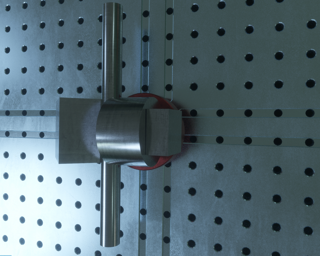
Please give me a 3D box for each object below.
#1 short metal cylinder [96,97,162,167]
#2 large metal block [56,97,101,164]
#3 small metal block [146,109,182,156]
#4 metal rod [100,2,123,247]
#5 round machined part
[{"bbox_3d":[-0.032,0.004,0.361,0.050,0.080,0.079,1,90,20],"label":"short metal cylinder"},{"bbox_3d":[-0.111,0.003,0.415,0.050,0.080,0.079,1,90,-21],"label":"large metal block"},{"bbox_3d":[0.006,0.004,0.352,0.025,0.050,0.050,1,91,20],"label":"small metal block"},{"bbox_3d":[-0.061,-0.004,0.389,0.025,0.025,0.298,1,90,19],"label":"metal rod"},{"bbox_3d":[-0.015,0.004,0.407,0.098,0.042,0.097,0,90,19],"label":"round machined part"}]
